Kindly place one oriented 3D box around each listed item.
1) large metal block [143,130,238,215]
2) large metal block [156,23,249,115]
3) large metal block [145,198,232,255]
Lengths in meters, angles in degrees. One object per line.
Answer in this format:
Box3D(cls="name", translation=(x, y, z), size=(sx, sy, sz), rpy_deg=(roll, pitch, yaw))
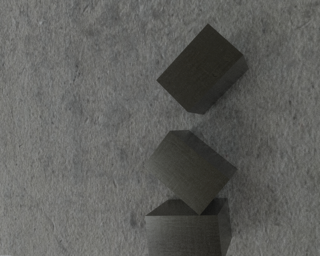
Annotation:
Box3D(cls="large metal block", translation=(0.039, 0.047, 0.365), size=(0.080, 0.080, 0.050), rpy_deg=(40, 102, 15))
Box3D(cls="large metal block", translation=(0.053, -0.063, 0.361), size=(0.080, 0.080, 0.050), rpy_deg=(-46, 76, 14))
Box3D(cls="large metal block", translation=(0.037, 0.118, 0.366), size=(0.080, 0.080, 0.050), rpy_deg=(-6, 88, 19))
